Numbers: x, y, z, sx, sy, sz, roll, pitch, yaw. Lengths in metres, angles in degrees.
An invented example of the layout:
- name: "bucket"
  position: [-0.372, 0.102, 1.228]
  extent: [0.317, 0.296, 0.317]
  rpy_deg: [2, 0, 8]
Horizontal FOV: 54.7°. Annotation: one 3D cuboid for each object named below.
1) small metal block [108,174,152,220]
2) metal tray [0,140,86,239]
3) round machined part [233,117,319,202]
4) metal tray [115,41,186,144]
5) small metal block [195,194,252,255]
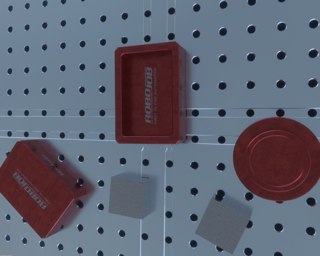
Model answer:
- name: "small metal block"
  position: [-0.041, 0.094, 0.427]
  extent: [0.050, 0.025, 0.050]
  rpy_deg: [5, 92, 20]
- name: "metal tray"
  position: [-0.188, 0.091, 0.476]
  extent: [0.130, 0.030, 0.090]
  rpy_deg: [40, 102, 15]
- name: "round machined part"
  position: [0.134, 0.036, 0.356]
  extent: [0.098, 0.042, 0.097]
  rpy_deg: [0, 90, 20]
- name: "metal tray"
  position: [-0.013, -0.044, 0.414]
  extent: [0.090, 0.030, 0.129]
  rpy_deg: [-1, 90, 20]
- name: "small metal block"
  position: [0.079, 0.118, 0.385]
  extent: [0.050, 0.025, 0.050]
  rpy_deg: [26, 98, 18]
